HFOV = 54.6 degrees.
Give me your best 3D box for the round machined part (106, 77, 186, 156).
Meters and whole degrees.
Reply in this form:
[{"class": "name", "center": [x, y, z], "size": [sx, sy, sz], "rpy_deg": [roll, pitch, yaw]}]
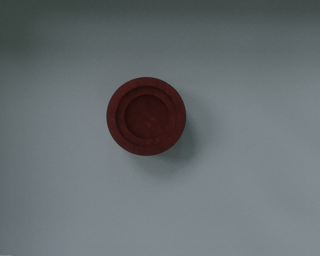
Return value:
[{"class": "round machined part", "center": [-0.017, -0.014, 0.403], "size": [0.099, 0.042, 0.097], "rpy_deg": [0, 90, 0]}]
